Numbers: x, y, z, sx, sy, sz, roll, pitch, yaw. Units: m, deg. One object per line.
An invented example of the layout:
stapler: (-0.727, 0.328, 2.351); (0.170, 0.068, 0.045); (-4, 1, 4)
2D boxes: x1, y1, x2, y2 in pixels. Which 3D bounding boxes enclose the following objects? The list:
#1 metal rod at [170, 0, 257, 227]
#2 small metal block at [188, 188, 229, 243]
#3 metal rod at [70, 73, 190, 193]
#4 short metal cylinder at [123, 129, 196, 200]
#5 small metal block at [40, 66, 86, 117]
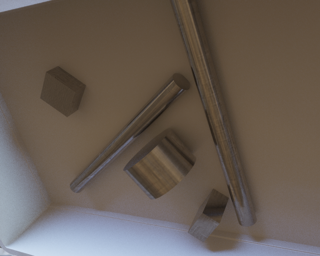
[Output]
metal rod: (0.070, -0.004, 0.367); (0.025, 0.025, 0.298); (-7, 115, 31)
small metal block: (0.068, 0.121, 0.431); (0.025, 0.050, 0.050); (31, 128, 8)
metal rod: (-0.061, 0.025, 0.454); (0.025, 0.025, 0.299); (45, 129, -3)
short metal cylinder: (0.000, 0.045, 0.400); (0.050, 0.080, 0.080); (48, 128, -6)
small metal block: (-0.141, -0.052, 0.448); (0.050, 0.025, 0.050); (35, 129, 5)
